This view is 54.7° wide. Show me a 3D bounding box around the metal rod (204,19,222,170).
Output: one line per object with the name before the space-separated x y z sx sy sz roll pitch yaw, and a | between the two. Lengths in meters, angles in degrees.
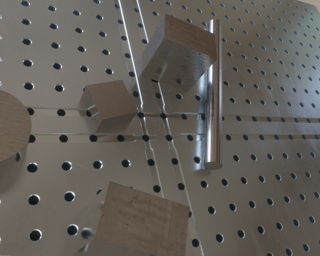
metal rod | 0.087 -0.072 0.501 0.025 0.025 0.300 20 54 -17

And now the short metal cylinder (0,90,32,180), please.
short metal cylinder | -0.169 0.007 0.297 0.081 0.050 0.080 14 56 -21

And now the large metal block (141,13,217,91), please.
large metal block | 0.026 -0.107 0.454 0.081 0.080 0.050 16 55 -20

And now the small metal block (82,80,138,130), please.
small metal block | -0.064 -0.031 0.394 0.050 0.025 0.050 -16 70 -35

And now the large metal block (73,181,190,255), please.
large metal block | -0.028 0.099 0.298 0.080 0.080 0.050 22 54 -16
